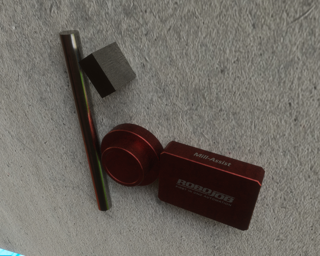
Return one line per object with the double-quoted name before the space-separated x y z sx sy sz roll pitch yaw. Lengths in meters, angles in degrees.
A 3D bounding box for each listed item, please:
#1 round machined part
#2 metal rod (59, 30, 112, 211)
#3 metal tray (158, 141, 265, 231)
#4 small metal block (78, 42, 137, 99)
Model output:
"round machined part" -0.044 0.046 0.448 0.098 0.042 0.097 13 124 21
"metal rod" -0.106 0.007 0.467 0.025 0.025 0.298 10 123 23
"metal tray" 0.064 0.077 0.418 0.130 0.030 0.089 16 125 19
"small metal block" -0.063 -0.072 0.379 0.025 0.050 0.050 -21 107 36
